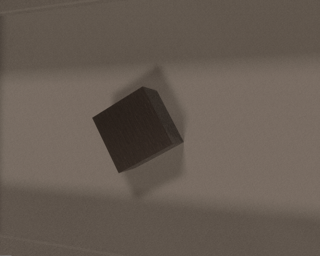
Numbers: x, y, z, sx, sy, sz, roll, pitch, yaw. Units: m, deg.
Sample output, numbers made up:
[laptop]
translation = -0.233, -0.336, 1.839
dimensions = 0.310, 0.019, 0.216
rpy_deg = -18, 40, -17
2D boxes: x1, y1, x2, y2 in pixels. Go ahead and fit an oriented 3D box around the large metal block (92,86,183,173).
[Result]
[large metal block]
translation = -0.028, 0.003, 0.406
dimensions = 0.080, 0.050, 0.080
rpy_deg = -30, 81, 17
